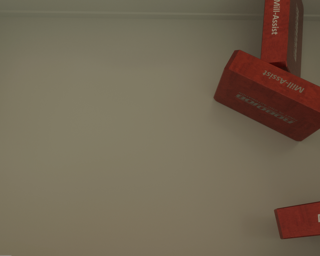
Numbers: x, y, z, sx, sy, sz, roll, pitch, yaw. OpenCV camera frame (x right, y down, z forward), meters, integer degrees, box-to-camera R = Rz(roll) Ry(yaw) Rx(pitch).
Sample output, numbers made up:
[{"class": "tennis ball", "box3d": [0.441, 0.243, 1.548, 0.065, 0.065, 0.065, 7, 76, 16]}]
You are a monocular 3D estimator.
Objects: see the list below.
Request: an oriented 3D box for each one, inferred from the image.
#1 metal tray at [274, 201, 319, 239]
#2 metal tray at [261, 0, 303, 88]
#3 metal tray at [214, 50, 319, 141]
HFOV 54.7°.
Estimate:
[{"class": "metal tray", "box3d": [0.196, 0.087, 0.310, 0.130, 0.090, 0.030, -23, 63, 36]}, {"class": "metal tray", "box3d": [0.164, -0.124, 0.410, 0.030, 0.090, 0.129, 0, 76, 34]}, {"class": "metal tray", "box3d": [0.138, -0.037, 0.389, 0.130, 0.090, 0.030, 28, 73, 9]}]
